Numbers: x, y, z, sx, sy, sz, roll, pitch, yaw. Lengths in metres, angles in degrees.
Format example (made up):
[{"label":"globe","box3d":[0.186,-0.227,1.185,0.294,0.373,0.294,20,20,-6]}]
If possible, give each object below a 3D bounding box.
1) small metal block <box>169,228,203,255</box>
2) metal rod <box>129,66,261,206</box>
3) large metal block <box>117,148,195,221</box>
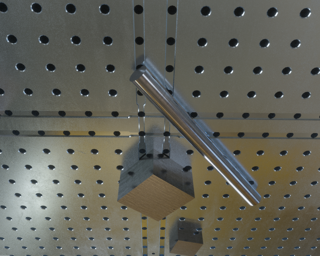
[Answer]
[{"label":"small metal block","box3d":[0.050,0.223,0.603,0.050,0.025,0.050,13,129,-12]},{"label":"metal rod","box3d":[0.065,0.027,0.435,0.025,0.025,0.300,-30,124,23]},{"label":"large metal block","box3d":[-0.006,0.089,0.471,0.080,0.050,0.080,34,122,-26]}]
